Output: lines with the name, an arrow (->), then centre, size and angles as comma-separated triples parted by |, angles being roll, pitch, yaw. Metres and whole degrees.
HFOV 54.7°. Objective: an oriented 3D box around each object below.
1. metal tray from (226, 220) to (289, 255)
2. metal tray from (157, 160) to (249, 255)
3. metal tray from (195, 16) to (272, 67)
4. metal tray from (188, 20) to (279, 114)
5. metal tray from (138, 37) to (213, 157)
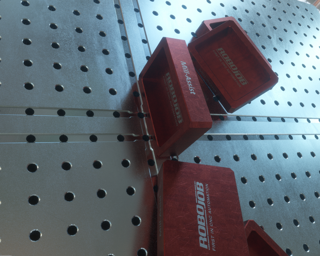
metal tray -> 0.099, 0.182, 0.349 | 0.090, 0.030, 0.131 | 46, 51, 3
metal tray -> 0.044, 0.102, 0.345 | 0.091, 0.030, 0.130 | 9, 48, -10
metal tray -> 0.135, -0.142, 0.566 | 0.091, 0.030, 0.130 | -23, 74, -36
metal tray -> 0.115, -0.100, 0.502 | 0.090, 0.030, 0.130 | -32, 78, -6
metal tray -> 0.014, -0.039, 0.399 | 0.030, 0.090, 0.130 | 0, 62, -29
